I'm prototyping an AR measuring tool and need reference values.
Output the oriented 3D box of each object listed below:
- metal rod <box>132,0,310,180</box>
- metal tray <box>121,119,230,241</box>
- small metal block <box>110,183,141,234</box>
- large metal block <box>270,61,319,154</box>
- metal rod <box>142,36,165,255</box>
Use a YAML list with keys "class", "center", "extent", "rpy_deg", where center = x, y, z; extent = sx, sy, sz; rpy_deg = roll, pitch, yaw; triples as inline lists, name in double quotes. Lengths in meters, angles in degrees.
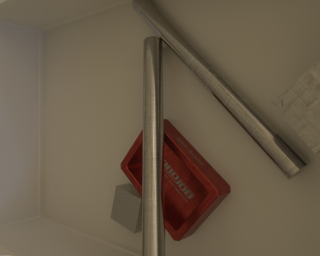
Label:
- class: "metal rod"
  center: [0.053, -0.066, 0.361]
  extent: [0.025, 0.025, 0.300]
  rpy_deg: [-51, 60, 27]
- class: "metal tray"
  center: [0.013, 0.061, 0.390]
  extent: [0.130, 0.030, 0.089]
  rpy_deg: [48, 118, 29]
- class: "small metal block"
  center: [-0.040, 0.112, 0.438]
  extent: [0.050, 0.025, 0.050]
  rpy_deg: [18, 101, 38]
- class: "large metal block"
  center: [0.150, -0.026, 0.247]
  extent: [0.080, 0.081, 0.050]
  rpy_deg: [-48, 62, 29]
- class: "metal rod"
  center: [-0.008, 0.029, 0.361]
  extent: [0.025, 0.025, 0.299]
  rpy_deg: [-15, 67, 38]
